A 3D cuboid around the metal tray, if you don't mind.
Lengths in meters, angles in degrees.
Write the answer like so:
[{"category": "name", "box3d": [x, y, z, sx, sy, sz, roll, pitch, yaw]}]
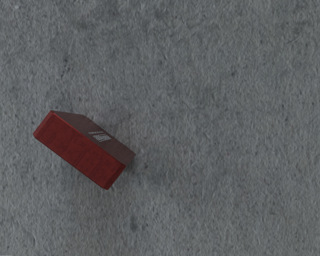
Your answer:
[{"category": "metal tray", "box3d": [-0.077, 0.021, 0.357, 0.090, 0.130, 0.030, 37, 90, 0]}]
